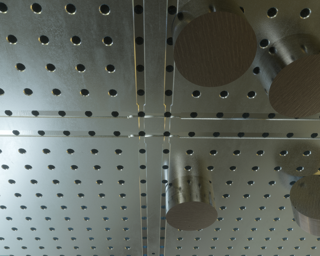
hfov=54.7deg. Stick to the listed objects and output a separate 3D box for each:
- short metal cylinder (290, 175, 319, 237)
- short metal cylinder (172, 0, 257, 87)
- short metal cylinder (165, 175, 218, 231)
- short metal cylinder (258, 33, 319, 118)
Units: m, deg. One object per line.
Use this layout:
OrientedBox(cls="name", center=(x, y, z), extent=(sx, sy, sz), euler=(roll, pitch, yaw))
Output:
OrientedBox(cls="short metal cylinder", center=(0.248, 0.120, 0.482), extent=(0.080, 0.080, 0.050), euler=(-17, 128, 13))
OrientedBox(cls="short metal cylinder", center=(0.053, -0.089, 0.320), extent=(0.081, 0.050, 0.079), euler=(0, 130, 0))
OrientedBox(cls="short metal cylinder", center=(0.049, 0.122, 0.500), extent=(0.081, 0.050, 0.079), euler=(0, 130, 0))
OrientedBox(cls="short metal cylinder", center=(0.157, -0.058, 0.348), extent=(0.081, 0.050, 0.079), euler=(0, 130, 0))
